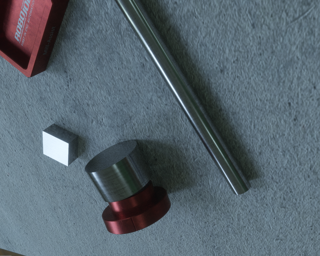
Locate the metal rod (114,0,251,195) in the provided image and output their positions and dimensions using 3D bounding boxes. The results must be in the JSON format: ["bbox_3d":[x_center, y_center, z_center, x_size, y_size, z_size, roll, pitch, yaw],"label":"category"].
[{"bbox_3d":[0.026,-0.045,0.365,0.025,0.025,0.299,-23,106,36],"label":"metal rod"}]

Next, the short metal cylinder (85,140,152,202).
[{"bbox_3d":[-0.058,0.059,0.439,0.080,0.080,0.050,-14,111,34],"label":"short metal cylinder"}]

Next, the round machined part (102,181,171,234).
[{"bbox_3d":[-0.037,0.107,0.447,0.098,0.099,0.042,-13,101,33],"label":"round machined part"}]

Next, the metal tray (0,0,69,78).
[{"bbox_3d":[-0.182,-0.143,0.410,0.090,0.030,0.129,39,129,1],"label":"metal tray"}]

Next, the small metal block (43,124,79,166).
[{"bbox_3d":[-0.164,0.028,0.511,0.050,0.025,0.050,24,127,13],"label":"small metal block"}]
